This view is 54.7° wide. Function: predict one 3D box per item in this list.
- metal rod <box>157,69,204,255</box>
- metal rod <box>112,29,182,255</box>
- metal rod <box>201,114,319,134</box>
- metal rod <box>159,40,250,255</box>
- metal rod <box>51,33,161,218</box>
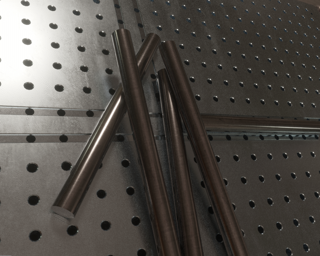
[{"bbox_3d":[0.024,0.049,0.392,0.025,0.025,0.299,7,58,-25],"label":"metal rod"},{"bbox_3d":[-0.018,0.015,0.368,0.025,0.025,0.299,-3,70,-30],"label":"metal rod"},{"bbox_3d":[0.176,-0.004,0.507,0.303,0.025,0.025,2,61,-28],"label":"metal rod"},{"bbox_3d":[0.053,0.019,0.405,0.025,0.025,0.299,-8,72,-32],"label":"metal rod"},{"bbox_3d":[-0.053,-0.028,0.397,0.025,0.025,0.300,29,52,-10],"label":"metal rod"}]
